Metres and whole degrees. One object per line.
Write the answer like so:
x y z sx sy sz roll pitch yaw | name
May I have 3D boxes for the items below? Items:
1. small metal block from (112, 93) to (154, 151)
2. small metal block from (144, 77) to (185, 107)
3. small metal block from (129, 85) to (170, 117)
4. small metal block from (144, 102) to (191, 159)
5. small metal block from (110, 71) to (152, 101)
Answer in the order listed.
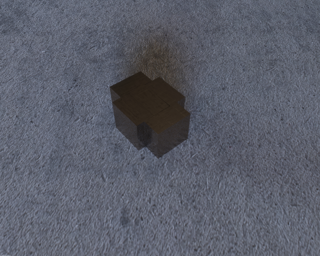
-0.033 -0.007 0.393 0.025 0.050 0.050 -33 58 -24 | small metal block
0.006 -0.032 0.414 0.025 0.050 0.050 -34 58 -25 | small metal block
-0.014 -0.019 0.404 0.025 0.050 0.050 -33 58 -24 | small metal block
0.009 0.004 0.385 0.050 0.050 0.025 -32 57 -24 | small metal block
-0.038 -0.042 0.422 0.050 0.050 0.025 -32 57 -24 | small metal block
